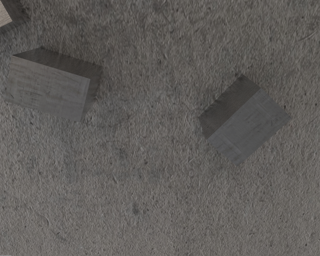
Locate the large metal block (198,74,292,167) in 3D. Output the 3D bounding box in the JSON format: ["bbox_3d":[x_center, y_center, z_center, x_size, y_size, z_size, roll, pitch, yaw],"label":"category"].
[{"bbox_3d":[0.097,-0.013,0.376,0.050,0.080,0.080,41,105,-14],"label":"large metal block"}]

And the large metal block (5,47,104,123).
[{"bbox_3d":[-0.117,-0.053,0.360,0.080,0.080,0.050,16,109,-6],"label":"large metal block"}]

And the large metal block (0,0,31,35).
[{"bbox_3d":[-0.209,-0.140,0.343,0.080,0.050,0.080,-23,109,8],"label":"large metal block"}]
